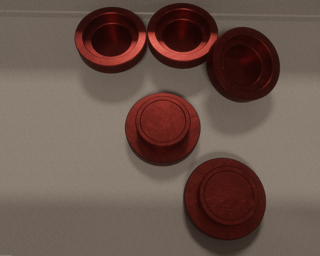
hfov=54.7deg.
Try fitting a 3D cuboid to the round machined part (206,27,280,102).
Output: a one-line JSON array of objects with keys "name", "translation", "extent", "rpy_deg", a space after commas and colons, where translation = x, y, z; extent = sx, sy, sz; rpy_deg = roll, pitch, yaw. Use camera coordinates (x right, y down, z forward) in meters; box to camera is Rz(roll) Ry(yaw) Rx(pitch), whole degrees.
[{"name": "round machined part", "translation": [0.108, -0.082, 0.421], "extent": [0.099, 0.042, 0.097], "rpy_deg": [2, 84, -15]}]

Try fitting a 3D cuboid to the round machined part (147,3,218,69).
[{"name": "round machined part", "translation": [0.032, -0.127, 0.448], "extent": [0.099, 0.042, 0.098], "rpy_deg": [0, 70, -1]}]

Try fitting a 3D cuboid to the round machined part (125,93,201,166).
[{"name": "round machined part", "translation": [0.004, -0.002, 0.402], "extent": [0.099, 0.042, 0.098], "rpy_deg": [0, 70, -1]}]

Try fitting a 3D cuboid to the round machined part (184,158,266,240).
[{"name": "round machined part", "translation": [0.078, 0.083, 0.371], "extent": [0.099, 0.042, 0.098], "rpy_deg": [0, 70, -1]}]

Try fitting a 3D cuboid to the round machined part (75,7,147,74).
[{"name": "round machined part", "translation": [-0.068, -0.120, 0.444], "extent": [0.099, 0.042, 0.098], "rpy_deg": [0, 70, -1]}]
